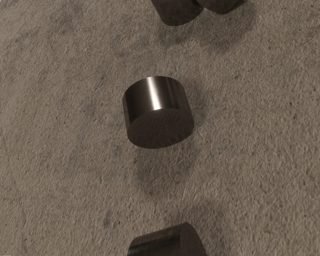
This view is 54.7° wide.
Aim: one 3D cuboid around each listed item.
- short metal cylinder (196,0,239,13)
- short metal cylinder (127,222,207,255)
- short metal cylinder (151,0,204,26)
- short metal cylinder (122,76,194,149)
[{"bbox_3d":[0.088,-0.216,0.447,0.081,0.050,0.080,6,70,-18],"label":"short metal cylinder"},{"bbox_3d":[0.012,0.132,0.280,0.050,0.080,0.080,-22,54,15],"label":"short metal cylinder"},{"bbox_3d":[0.028,-0.214,0.503,0.080,0.050,0.080,-13,56,20],"label":"short metal cylinder"},{"bbox_3d":[-0.003,-0.017,0.380,0.080,0.080,0.050,-23,54,14],"label":"short metal cylinder"}]
